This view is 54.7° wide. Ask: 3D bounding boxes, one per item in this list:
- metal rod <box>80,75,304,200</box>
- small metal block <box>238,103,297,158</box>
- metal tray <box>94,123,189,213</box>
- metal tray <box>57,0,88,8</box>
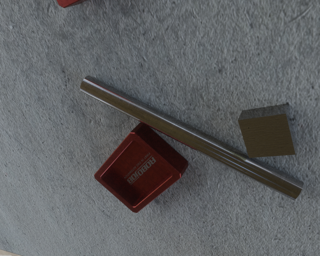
[{"bbox_3d":[0.031,0.007,0.393,0.301,0.025,0.025,27,128,10],"label":"metal rod"},{"bbox_3d":[0.121,0.004,0.345,0.050,0.025,0.050,-8,114,31],"label":"small metal block"},{"bbox_3d":[-0.032,0.063,0.457,0.090,0.030,0.129,42,129,-1],"label":"metal tray"},{"bbox_3d":[-0.094,-0.206,0.324,0.090,0.030,0.129,-9,114,32],"label":"metal tray"}]
